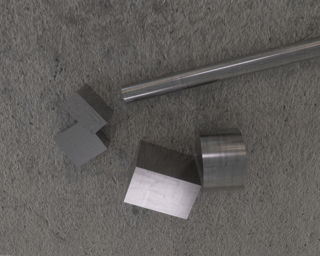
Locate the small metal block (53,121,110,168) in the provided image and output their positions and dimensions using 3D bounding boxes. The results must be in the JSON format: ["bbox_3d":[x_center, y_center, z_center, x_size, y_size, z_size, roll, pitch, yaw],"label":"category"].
[{"bbox_3d":[-0.104,0.016,0.415,0.050,0.025,0.050,-31,107,10],"label":"small metal block"}]

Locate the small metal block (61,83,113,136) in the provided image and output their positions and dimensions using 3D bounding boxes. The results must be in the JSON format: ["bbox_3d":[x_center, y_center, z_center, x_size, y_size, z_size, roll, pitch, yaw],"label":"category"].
[{"bbox_3d":[-0.088,-0.025,0.387,0.025,0.050,0.050,-40,106,13],"label":"small metal block"}]

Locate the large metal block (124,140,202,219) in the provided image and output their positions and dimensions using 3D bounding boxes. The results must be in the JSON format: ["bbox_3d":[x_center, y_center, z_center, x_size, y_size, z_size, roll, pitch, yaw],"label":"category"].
[{"bbox_3d":[0.003,0.064,0.404,0.080,0.080,0.050,17,109,-7],"label":"large metal block"}]

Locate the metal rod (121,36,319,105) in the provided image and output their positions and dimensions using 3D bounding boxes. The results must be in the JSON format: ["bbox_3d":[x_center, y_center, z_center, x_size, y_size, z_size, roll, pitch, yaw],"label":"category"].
[{"bbox_3d":[0.101,-0.077,0.382,0.301,0.025,0.025,-13,110,4],"label":"metal rod"}]

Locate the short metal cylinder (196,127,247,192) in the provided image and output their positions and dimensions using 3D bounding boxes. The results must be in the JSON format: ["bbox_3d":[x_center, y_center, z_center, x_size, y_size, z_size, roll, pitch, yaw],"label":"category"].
[{"bbox_3d":[0.075,0.040,0.396,0.050,0.080,0.079,-4,110,1],"label":"short metal cylinder"}]
